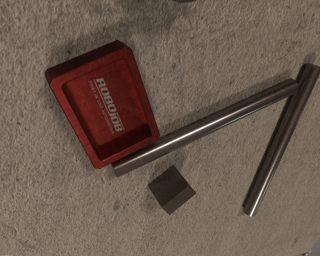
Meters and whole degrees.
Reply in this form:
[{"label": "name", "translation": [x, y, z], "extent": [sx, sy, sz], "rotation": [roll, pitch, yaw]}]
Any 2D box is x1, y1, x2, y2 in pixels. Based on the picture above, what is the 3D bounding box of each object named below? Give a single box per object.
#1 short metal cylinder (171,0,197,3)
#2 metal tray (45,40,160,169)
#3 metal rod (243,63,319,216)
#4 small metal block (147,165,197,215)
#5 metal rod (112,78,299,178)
[{"label": "short metal cylinder", "translation": [0.015, -0.167, 0.297], "extent": [0.081, 0.050, 0.079], "rotation": [-14, 125, -21]}, {"label": "metal tray", "translation": [-0.060, -0.023, 0.357], "extent": [0.091, 0.030, 0.129], "rotation": [-27, 128, -12]}, {"label": "metal rod", "translation": [0.208, 0.034, 0.544], "extent": [0.025, 0.025, 0.298], "rotation": [-1, 119, -28]}, {"label": "small metal block", "translation": [0.017, 0.091, 0.458], "extent": [0.050, 0.050, 0.025], "rotation": [-38, 130, -3]}, {"label": "metal rod", "translation": [0.072, -0.006, 0.444], "extent": [0.302, 0.025, 0.025], "rotation": [-24, 128, -14]}]
